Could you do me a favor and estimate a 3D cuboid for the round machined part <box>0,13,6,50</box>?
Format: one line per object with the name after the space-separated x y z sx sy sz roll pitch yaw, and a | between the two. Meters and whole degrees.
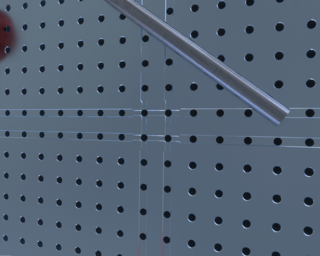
-0.308 -0.161 0.510 0.098 0.042 0.097 0 90 19 | round machined part

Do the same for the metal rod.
0.033 -0.104 0.400 0.300 0.025 0.025 39 102 15 | metal rod
